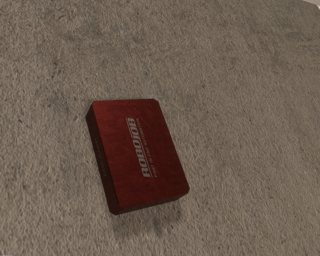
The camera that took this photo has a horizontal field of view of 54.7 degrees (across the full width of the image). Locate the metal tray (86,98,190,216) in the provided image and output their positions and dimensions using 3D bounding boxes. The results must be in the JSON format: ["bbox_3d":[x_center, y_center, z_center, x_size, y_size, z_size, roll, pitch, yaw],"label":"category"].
[{"bbox_3d":[-0.028,0.028,0.369,0.091,0.030,0.130,-6,65,-31],"label":"metal tray"}]
